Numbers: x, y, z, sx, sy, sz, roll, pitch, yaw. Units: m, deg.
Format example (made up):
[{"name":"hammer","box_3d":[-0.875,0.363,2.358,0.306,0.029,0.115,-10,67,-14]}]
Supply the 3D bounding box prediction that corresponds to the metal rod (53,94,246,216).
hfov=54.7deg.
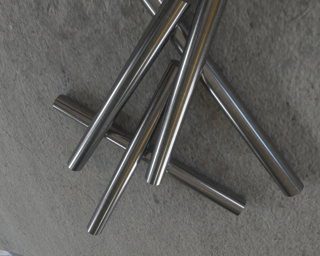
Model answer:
[{"name":"metal rod","box_3d":[-0.020,0.034,0.436,0.301,0.025,0.025,29,128,8]}]

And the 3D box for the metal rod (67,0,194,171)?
[{"name":"metal rod","box_3d":[-0.054,-0.033,0.379,0.025,0.025,0.298,40,129,0]}]

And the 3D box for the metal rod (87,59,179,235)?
[{"name":"metal rod","box_3d":[-0.040,0.044,0.418,0.025,0.025,0.298,32,119,7]}]

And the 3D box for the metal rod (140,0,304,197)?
[{"name":"metal rod","box_3d":[0.067,-0.043,0.344,0.025,0.025,0.300,-31,102,38]}]

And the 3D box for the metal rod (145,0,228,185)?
[{"name":"metal rod","box_3d":[0.027,-0.047,0.328,0.025,0.025,0.298,26,127,12]}]
